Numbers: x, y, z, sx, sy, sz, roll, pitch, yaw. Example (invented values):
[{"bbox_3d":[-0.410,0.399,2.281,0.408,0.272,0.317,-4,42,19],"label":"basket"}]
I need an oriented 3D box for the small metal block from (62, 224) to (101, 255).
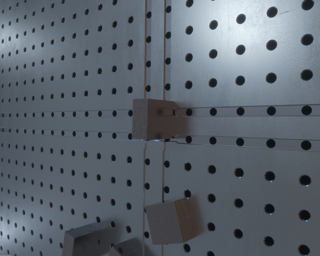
[{"bbox_3d":[-0.126,0.187,0.494,0.025,0.050,0.050,15,99,39],"label":"small metal block"}]

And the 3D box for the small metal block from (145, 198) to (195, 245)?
[{"bbox_3d":[0.012,0.120,0.398,0.050,0.025,0.050,-21,77,38],"label":"small metal block"}]

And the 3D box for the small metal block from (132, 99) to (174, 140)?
[{"bbox_3d":[-0.009,-0.011,0.398,0.025,0.050,0.050,3,92,40],"label":"small metal block"}]

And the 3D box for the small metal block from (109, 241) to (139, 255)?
[{"bbox_3d":[-0.052,0.204,0.450,0.050,0.025,0.050,32,110,35],"label":"small metal block"}]
